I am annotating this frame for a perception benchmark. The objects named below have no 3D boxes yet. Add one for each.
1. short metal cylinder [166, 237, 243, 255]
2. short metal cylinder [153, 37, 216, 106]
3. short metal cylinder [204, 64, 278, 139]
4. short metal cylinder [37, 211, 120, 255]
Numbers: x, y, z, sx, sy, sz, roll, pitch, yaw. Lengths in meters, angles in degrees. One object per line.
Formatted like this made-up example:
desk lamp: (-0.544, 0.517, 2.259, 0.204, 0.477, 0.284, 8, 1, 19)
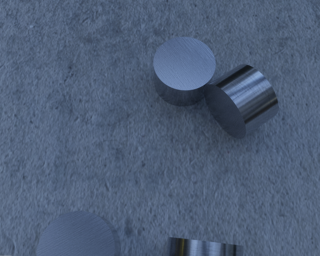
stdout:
short metal cylinder: (0.046, 0.146, 0.326, 0.080, 0.080, 0.050, 6, 70, 2)
short metal cylinder: (0.032, -0.076, 0.423, 0.081, 0.050, 0.080, 0, 70, 0)
short metal cylinder: (0.101, -0.033, 0.392, 0.050, 0.080, 0.080, -33, 74, -11)
short metal cylinder: (-0.087, 0.135, 0.344, 0.081, 0.050, 0.080, 0, 70, 0)
